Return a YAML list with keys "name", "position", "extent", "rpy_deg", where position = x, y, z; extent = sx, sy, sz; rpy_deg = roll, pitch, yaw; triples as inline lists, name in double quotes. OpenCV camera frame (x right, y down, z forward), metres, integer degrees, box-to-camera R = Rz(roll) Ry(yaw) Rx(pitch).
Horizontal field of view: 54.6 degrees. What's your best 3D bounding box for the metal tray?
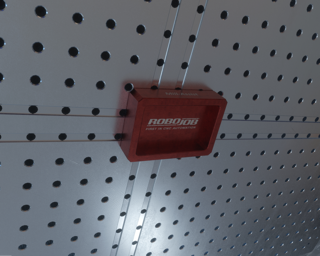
- name: "metal tray"
  position: [0.019, -0.004, 0.414]
  extent: [0.131, 0.030, 0.089]
  rpy_deg: [-2, 119, -28]
